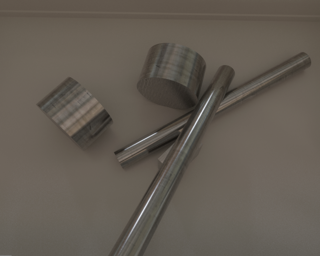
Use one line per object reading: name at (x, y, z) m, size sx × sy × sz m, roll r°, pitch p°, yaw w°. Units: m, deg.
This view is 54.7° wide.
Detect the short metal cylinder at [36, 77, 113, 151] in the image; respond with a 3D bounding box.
short metal cylinder at (-0.105, -0.017, 0.385) m, size 0.080 × 0.080 × 0.050 m, roll 41°, pitch 75°, yaw 13°

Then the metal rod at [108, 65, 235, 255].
metal rod at (0.028, 0.021, 0.337) m, size 0.025 × 0.025 × 0.301 m, roll 26°, pitch 51°, yaw 9°

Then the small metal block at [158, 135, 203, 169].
small metal block at (0.024, 0.036, 0.384) m, size 0.025 × 0.050 × 0.050 m, roll 43°, pitch 75°, yaw 14°

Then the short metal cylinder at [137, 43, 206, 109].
short metal cylinder at (0.016, -0.066, 0.405) m, size 0.080 × 0.080 × 0.050 m, roll 15°, pitch 71°, yaw 5°

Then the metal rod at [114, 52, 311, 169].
metal rod at (0.078, -0.028, 0.420) m, size 0.302 × 0.025 × 0.025 m, roll -28°, pitch 73°, yaw -10°
